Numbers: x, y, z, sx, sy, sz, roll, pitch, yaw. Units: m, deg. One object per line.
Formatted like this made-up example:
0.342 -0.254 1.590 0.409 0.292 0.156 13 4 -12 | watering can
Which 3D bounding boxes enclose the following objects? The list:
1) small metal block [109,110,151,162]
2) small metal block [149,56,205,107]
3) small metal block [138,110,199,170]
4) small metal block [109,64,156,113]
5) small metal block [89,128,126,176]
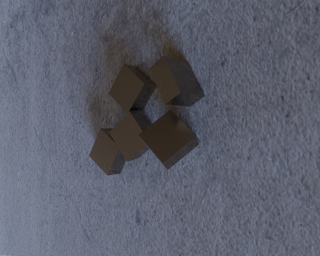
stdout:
-0.036 0.010 0.428 0.050 0.025 0.050 -43 72 31 | small metal block
0.021 -0.054 0.370 0.025 0.050 0.050 -36 68 34 | small metal block
0.011 0.014 0.378 0.050 0.025 0.050 -39 61 -7 | small metal block
-0.039 -0.054 0.435 0.050 0.025 0.050 46 117 30 | small metal block
-0.075 0.035 0.464 0.050 0.025 0.050 39 114 33 | small metal block
